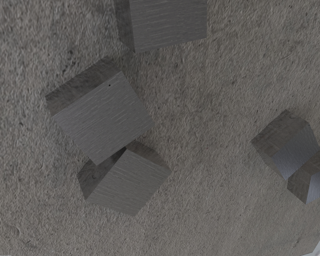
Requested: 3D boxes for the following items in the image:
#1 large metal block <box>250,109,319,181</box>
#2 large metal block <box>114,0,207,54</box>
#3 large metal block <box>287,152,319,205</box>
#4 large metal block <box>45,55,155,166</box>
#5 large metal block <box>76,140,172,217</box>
[{"bbox_3d":[0.213,0.029,0.525,0.080,0.050,0.080,-43,129,1],"label":"large metal block"},{"bbox_3d":[-0.001,-0.129,0.311,0.081,0.050,0.079,-17,126,-18],"label":"large metal block"},{"bbox_3d":[0.306,0.093,0.615,0.081,0.050,0.080,-21,127,-16],"label":"large metal block"},{"bbox_3d":[-0.065,-0.019,0.343,0.080,0.050,0.080,-35,129,-5],"label":"large metal block"},{"bbox_3d":[-0.046,0.059,0.402,0.080,0.050,0.080,32,100,-38],"label":"large metal block"}]
